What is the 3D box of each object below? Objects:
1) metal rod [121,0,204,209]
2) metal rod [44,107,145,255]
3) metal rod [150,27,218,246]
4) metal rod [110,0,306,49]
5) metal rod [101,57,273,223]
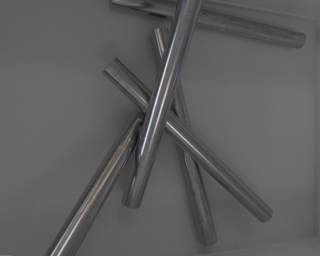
[{"bbox_3d":[0.005,-0.043,0.344,0.025,0.025,0.298,11,108,-20],"label":"metal rod"},{"bbox_3d":[-0.072,0.079,0.318,0.025,0.025,0.301,39,52,-16],"label":"metal rod"},{"bbox_3d":[0.034,0.016,0.422,0.025,0.025,0.298,-15,95,-19],"label":"metal rod"},{"bbox_3d":[0.081,-0.150,0.439,0.302,0.025,0.025,5,89,-20],"label":"metal rod"},{"bbox_3d":[0.046,0.026,0.399,0.300,0.025,0.025,43,77,-17],"label":"metal rod"}]
